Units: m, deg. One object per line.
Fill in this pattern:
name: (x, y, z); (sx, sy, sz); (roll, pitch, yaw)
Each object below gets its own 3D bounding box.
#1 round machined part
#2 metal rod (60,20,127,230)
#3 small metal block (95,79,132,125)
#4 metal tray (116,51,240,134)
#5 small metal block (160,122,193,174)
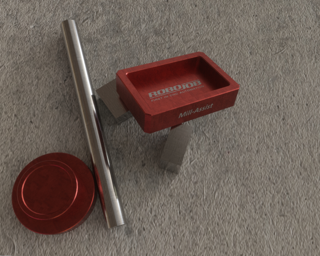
round machined part: (-0.128, 0.076, 0.370); (0.099, 0.042, 0.098); (0, 70, -1)
metal rod: (-0.093, -0.018, 0.413); (0.025, 0.025, 0.299); (-15, 71, -6)
small metal block: (-0.051, -0.040, 0.422); (0.050, 0.025, 0.050); (-34, 74, -12)
metal tray: (0.021, -0.050, 0.391); (0.131, 0.030, 0.090); (-18, 50, -23)
small metal block: (0.020, 0.026, 0.386); (0.025, 0.050, 0.050); (17, 71, 6)
